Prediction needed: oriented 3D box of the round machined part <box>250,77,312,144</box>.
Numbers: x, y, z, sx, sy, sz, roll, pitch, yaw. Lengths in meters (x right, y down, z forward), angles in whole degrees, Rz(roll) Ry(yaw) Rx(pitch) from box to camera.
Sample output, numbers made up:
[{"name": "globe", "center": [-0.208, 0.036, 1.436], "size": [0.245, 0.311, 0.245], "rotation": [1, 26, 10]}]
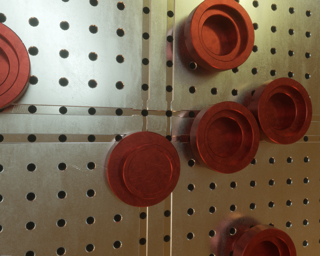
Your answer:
[{"name": "round machined part", "center": [0.176, -0.025, 0.468], "size": [0.099, 0.042, 0.097], "rotation": [0, 90, -20]}]

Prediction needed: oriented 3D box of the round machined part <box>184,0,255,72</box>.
[{"name": "round machined part", "center": [0.078, -0.127, 0.432], "size": [0.099, 0.042, 0.097], "rotation": [0, 90, -20]}]

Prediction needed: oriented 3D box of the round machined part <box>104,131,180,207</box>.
[{"name": "round machined part", "center": [-0.019, 0.053, 0.397], "size": [0.099, 0.042, 0.097], "rotation": [0, 90, -20]}]

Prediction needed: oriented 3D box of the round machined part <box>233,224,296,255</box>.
[{"name": "round machined part", "center": [0.148, 0.191, 0.458], "size": [0.099, 0.042, 0.097], "rotation": [0, 90, -20]}]

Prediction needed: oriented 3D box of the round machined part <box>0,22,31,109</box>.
[{"name": "round machined part", "center": [-0.192, -0.066, 0.333], "size": [0.099, 0.042, 0.097], "rotation": [0, 90, -20]}]

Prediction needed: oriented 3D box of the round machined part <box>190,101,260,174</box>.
[{"name": "round machined part", "center": [0.086, 0.012, 0.435], "size": [0.099, 0.042, 0.097], "rotation": [0, 90, -20]}]
